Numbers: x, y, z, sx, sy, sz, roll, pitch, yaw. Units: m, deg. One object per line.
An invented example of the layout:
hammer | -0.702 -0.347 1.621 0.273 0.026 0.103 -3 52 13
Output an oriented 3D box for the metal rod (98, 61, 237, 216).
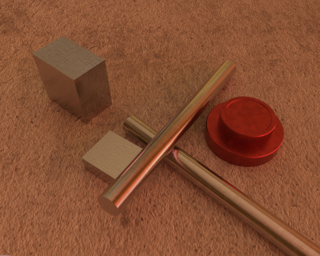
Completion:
metal rod | 0.030 -0.011 0.385 0.025 0.025 0.301 25 46 19

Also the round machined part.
round machined part | 0.109 -0.003 0.396 0.099 0.042 0.098 0 50 0

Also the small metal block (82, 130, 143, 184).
small metal block | -0.056 0.037 0.371 0.050 0.025 0.050 28 55 21

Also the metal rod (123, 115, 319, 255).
metal rod | 0.071 0.072 0.343 0.300 0.025 0.025 35 58 25

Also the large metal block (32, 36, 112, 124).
large metal block | -0.116 -0.065 0.420 0.080 0.080 0.050 32 57 24
